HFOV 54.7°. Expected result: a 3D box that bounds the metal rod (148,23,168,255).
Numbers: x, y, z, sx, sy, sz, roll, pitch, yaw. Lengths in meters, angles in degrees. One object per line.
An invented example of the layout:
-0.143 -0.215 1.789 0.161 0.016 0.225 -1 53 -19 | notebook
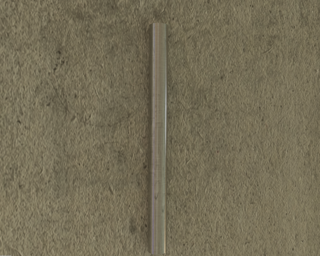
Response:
-0.003 0.014 0.410 0.025 0.025 0.298 0 90 -20 | metal rod
